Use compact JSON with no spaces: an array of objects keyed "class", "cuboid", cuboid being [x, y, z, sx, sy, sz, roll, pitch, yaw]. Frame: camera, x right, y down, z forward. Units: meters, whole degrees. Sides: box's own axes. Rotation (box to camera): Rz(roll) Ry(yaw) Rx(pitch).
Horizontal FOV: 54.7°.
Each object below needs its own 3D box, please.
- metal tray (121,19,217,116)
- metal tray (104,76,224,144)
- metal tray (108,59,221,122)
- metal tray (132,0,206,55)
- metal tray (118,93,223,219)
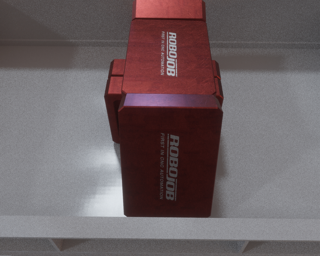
[{"class":"metal tray","cuboid":[0.009,-0.072,0.343,0.091,0.030,0.130,1,50,0]},{"class":"metal tray","cuboid":[0.005,-0.019,0.378,0.131,0.090,0.030,1,50,0]},{"class":"metal tray","cuboid":[0.005,-0.043,0.397,0.131,0.090,0.030,1,50,0]},{"class":"metal tray","cuboid":[0.011,-0.124,0.438,0.091,0.130,0.030,1,71,0]},{"class":"metal tray","cuboid":[0.009,0.032,0.306,0.091,0.129,0.030,1,28,0]}]
